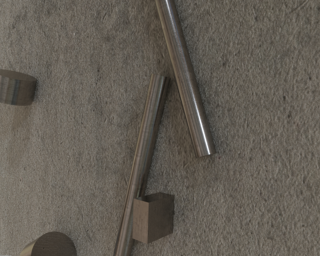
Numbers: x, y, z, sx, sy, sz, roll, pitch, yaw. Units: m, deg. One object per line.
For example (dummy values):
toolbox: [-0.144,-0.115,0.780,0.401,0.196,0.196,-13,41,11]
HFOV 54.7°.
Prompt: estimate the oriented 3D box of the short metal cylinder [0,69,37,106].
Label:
short metal cylinder: [-0.289,-0.080,0.608,0.080,0.081,0.050,27,107,36]

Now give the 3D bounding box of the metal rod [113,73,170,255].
metal rod: [-0.031,0.075,0.430,0.025,0.025,0.298,20,103,38]

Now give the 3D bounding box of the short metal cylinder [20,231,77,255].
short metal cylinder: [-0.191,0.224,0.527,0.050,0.081,0.080,-36,68,34]

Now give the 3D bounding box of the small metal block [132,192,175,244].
small metal block: [-0.008,0.113,0.395,0.025,0.050,0.050,3,92,40]

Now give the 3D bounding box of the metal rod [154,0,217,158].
metal rod: [0.019,-0.110,0.389,0.025,0.025,0.299,-23,76,38]
